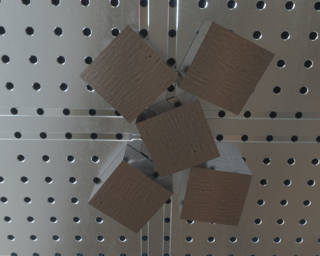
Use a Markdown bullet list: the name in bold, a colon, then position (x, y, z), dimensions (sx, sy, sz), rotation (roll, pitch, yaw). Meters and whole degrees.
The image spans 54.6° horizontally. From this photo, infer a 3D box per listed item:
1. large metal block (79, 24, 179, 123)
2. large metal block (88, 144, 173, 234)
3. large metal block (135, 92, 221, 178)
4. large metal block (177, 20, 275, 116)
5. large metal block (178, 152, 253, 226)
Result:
- **large metal block**: position (-0.035, -0.067, 0.375), dimensions (0.080, 0.050, 0.080), rotation (-42, 104, 14)
- **large metal block**: position (-0.039, 0.084, 0.429), dimensions (0.080, 0.050, 0.080), rotation (36, 106, -12)
- **large metal block**: position (0.023, 0.007, 0.402), dimensions (0.080, 0.050, 0.080), rotation (-21, 109, 7)
- **large metal block**: position (0.074, -0.073, 0.372), dimensions (0.080, 0.050, 0.080), rotation (23, 108, -12)
- **large metal block**: position (0.073, 0.083, 0.431), dimensions (0.080, 0.050, 0.079), rotation (8, 110, -4)
